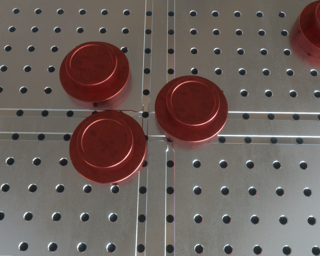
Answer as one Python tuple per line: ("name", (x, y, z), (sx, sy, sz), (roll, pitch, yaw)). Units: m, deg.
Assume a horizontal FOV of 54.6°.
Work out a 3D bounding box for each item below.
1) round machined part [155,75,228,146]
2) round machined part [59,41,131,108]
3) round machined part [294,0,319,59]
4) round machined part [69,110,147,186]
("round machined part", (0.042, -0.028, 0.413), (0.099, 0.042, 0.098), (0, 70, 0))
("round machined part", (-0.091, -0.080, 0.432), (0.099, 0.042, 0.098), (0, 70, 0))
("round machined part", (0.256, -0.153, 0.460), (0.099, 0.042, 0.098), (0, 70, 0))
("round machined part", (-0.067, 0.022, 0.394), (0.099, 0.042, 0.098), (0, 70, 0))
